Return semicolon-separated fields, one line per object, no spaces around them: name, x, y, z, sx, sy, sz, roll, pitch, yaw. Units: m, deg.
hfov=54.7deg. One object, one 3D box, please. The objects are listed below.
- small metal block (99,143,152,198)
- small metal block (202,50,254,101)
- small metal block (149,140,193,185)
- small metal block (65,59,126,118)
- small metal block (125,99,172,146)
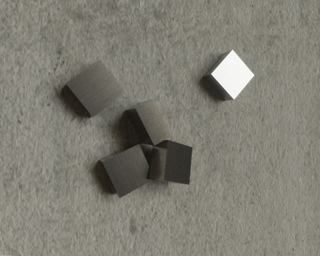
small metal block;-0.042;0.053;0.394;0.050;0.025;0.050;-26;99;-18
small metal block;0.099;-0.075;0.447;0.050;0.025;0.050;45;76;-15
small metal block;0.015;0.045;0.401;0.050;0.025;0.050;19;72;-45
small metal block;-0.080;-0.048;0.380;0.050;0.025;0.050;-40;103;-16
small metal block;-0.016;-0.007;0.391;0.025;0.050;0.050;-29;100;-18
